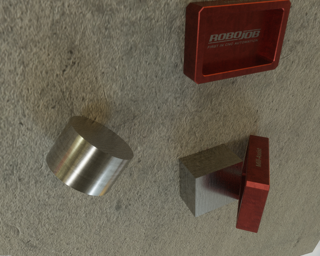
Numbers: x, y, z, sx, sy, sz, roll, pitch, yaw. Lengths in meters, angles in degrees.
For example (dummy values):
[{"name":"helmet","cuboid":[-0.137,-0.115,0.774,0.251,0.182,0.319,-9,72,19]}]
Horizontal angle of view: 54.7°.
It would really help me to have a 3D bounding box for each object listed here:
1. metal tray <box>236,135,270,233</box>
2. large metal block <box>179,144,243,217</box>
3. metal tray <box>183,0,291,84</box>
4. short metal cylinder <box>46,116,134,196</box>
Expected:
[{"name":"metal tray","cuboid":[0.143,0.081,0.475,0.030,0.130,0.089,10,122,13]},{"name":"large metal block","cuboid":[0.078,0.081,0.483,0.081,0.050,0.079,-17,125,-19]},{"name":"metal tray","cuboid":[0.095,-0.111,0.386,0.131,0.030,0.089,-14,124,-21]},{"name":"short metal cylinder","cuboid":[-0.077,0.030,0.347,0.080,0.080,0.050,27,104,-37]}]
